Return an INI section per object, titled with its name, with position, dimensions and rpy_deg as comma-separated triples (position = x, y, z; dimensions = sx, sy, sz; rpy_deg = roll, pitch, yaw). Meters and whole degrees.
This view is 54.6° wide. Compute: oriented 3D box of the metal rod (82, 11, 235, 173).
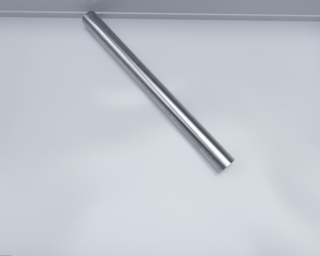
[metal rod]
position = -0.011, -0.059, 0.431
dimensions = 0.025, 0.025, 0.300
rpy_deg = -38, 75, -13
